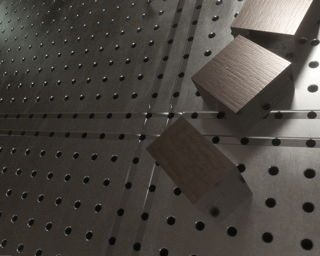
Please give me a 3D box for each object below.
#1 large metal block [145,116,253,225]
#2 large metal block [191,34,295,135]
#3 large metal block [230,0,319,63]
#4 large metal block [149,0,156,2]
[{"bbox_3d":[0.042,0.045,0.322,0.050,0.080,0.080,-43,51,-1],"label":"large metal block"},{"bbox_3d":[0.099,-0.053,0.373,0.080,0.050,0.080,-42,51,-1],"label":"large metal block"},{"bbox_3d":[0.150,-0.137,0.397,0.080,0.050,0.080,22,73,35],"label":"large metal block"},{"bbox_3d":[0.008,-0.287,0.562,0.080,0.050,0.080,-11,57,21],"label":"large metal block"}]
